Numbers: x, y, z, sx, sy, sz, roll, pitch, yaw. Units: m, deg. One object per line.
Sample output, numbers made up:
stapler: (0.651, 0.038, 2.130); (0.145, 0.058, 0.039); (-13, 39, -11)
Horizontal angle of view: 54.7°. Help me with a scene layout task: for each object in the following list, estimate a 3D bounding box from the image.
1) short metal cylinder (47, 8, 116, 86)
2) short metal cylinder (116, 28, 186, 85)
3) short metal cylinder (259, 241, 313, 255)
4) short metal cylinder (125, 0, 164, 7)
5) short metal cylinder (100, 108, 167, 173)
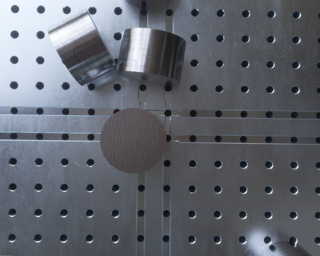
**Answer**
short metal cylinder: (-0.094, -0.099, 0.385); (0.050, 0.080, 0.080); (-28, 90, 0)
short metal cylinder: (-0.011, -0.086, 0.386); (0.081, 0.080, 0.050); (8, 90, -1)
short metal cylinder: (0.172, 0.196, 0.403); (0.081, 0.050, 0.079); (0, 90, -1)
short metal cylinder: (-0.021, -0.205, 0.400); (0.081, 0.050, 0.079); (0, 90, -1)
short metal cylinder: (-0.032, 0.015, 0.401); (0.081, 0.050, 0.079); (0, 90, -1)
